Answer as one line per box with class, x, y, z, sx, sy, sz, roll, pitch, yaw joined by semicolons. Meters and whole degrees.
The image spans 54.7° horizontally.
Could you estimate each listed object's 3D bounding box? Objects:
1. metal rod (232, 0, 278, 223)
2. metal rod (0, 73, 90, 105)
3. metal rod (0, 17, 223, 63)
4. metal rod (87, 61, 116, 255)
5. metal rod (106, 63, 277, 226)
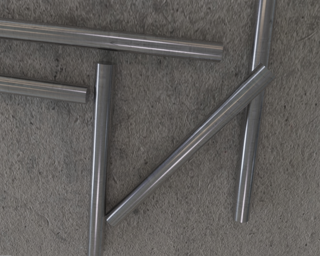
metal rod;0.121;-0.007;0.407;0.025;0.025;0.298;0;110;0
metal rod;-0.241;-0.062;0.384;0.302;0.025;0.025;8;110;-3
metal rod;-0.077;-0.106;0.369;0.302;0.025;0.025;6;110;-3
metal rod;-0.084;0.059;0.430;0.025;0.025;0.298;6;110;-3
metal rod;0.028;0.034;0.408;0.025;0.025;0.299;39;111;-13
